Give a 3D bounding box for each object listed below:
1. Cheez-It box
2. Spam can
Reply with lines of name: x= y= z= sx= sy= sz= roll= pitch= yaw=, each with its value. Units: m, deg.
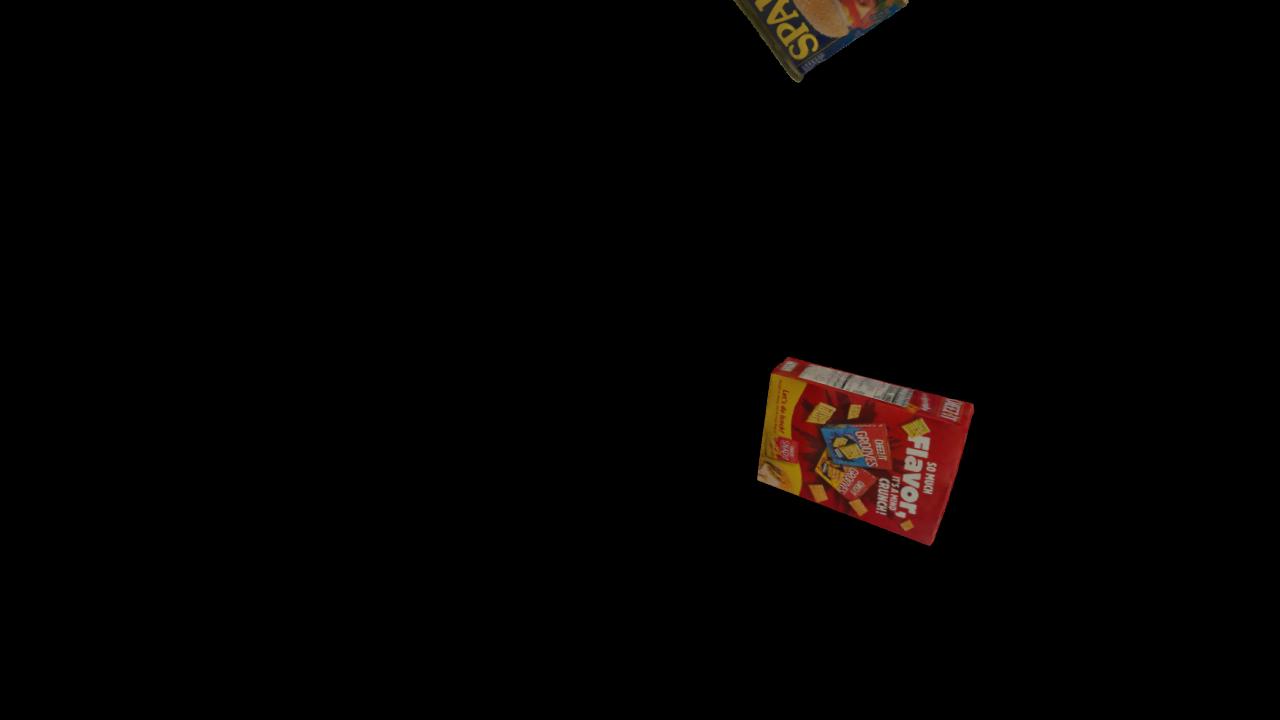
Cheez-It box: x=0.263 y=0.104 z=0.749 sx=0.223 sy=0.166 sz=0.071 roll=17 pitch=30 yaw=28
Spam can: x=0.119 y=-0.258 z=0.417 sx=0.085 sy=0.058 sz=0.101 roll=-23 pitch=-46 yaw=38
